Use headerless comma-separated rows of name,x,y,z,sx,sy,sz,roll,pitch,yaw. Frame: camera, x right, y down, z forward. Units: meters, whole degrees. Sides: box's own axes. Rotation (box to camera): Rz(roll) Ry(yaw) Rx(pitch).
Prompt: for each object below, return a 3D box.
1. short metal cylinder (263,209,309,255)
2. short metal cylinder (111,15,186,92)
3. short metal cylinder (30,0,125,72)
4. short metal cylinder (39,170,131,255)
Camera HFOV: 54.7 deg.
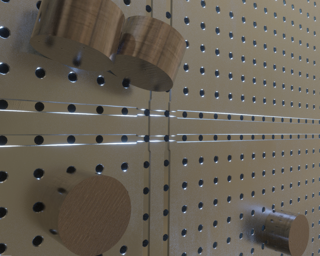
short metal cylinder,0.245,0.202,0.598,0.081,0.050,0.079,0,90,-40
short metal cylinder,-0.015,-0.083,0.360,0.080,0.080,0.050,31,71,-36
short metal cylinder,-0.080,-0.095,0.306,0.080,0.080,0.050,19,78,-38
short metal cylinder,-0.078,0.087,0.327,0.081,0.050,0.079,0,90,-40
